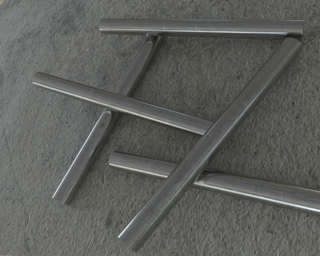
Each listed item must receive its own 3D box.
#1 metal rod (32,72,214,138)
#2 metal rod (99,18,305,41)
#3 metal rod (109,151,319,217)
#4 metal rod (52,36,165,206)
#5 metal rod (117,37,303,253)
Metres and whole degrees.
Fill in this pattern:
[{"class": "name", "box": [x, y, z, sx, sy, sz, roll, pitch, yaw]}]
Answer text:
[{"class": "metal rod", "box": [-0.061, -0.035, 0.427, 0.301, 0.025, 0.025, 18, 71, 25]}, {"class": "metal rod", "box": [0.043, -0.144, 0.446, 0.301, 0.025, 0.025, 9, 66, 24]}, {"class": "metal rod", "box": [0.069, 0.059, 0.331, 0.300, 0.025, 0.025, 7, 65, 31]}, {"class": "metal rod", "box": [-0.066, -0.029, 0.456, 0.025, 0.025, 0.300, 16, 70, 34]}, {"class": "metal rod", "box": [0.066, 0.006, 0.340, 0.025, 0.025, 0.301, 30, 70, 37]}]
